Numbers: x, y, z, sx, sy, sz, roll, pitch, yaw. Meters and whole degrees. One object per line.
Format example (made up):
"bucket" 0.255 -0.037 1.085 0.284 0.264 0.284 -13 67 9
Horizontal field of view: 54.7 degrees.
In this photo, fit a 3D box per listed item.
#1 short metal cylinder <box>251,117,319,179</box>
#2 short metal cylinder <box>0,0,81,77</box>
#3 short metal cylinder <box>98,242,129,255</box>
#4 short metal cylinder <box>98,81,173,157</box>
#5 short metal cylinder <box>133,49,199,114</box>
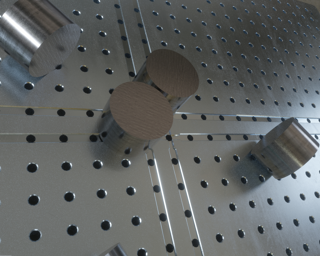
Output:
"short metal cylinder" 0.182 0.029 0.456 0.050 0.080 0.080 47 51 4
"short metal cylinder" -0.141 -0.107 0.363 0.050 0.080 0.080 42 51 0
"short metal cylinder" -0.054 0.142 0.258 0.081 0.080 0.050 -28 78 -37
"short metal cylinder" -0.031 -0.010 0.383 0.081 0.050 0.080 14 56 -21
"short metal cylinder" 0.007 -0.064 0.436 0.081 0.050 0.080 14 56 -22
